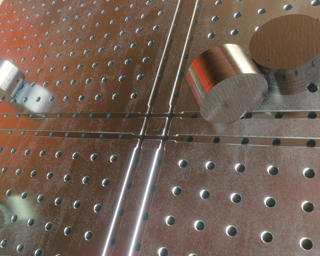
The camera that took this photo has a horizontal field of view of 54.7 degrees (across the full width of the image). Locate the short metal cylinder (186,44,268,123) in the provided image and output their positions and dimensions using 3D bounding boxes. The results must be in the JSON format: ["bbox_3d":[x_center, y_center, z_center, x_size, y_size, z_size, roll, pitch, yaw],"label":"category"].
[{"bbox_3d":[0.077,-0.050,0.363,0.080,0.080,0.050,-27,53,11],"label":"short metal cylinder"}]

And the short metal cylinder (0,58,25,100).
[{"bbox_3d":[-0.309,-0.095,0.590,0.080,0.080,0.050,8,66,31],"label":"short metal cylinder"}]

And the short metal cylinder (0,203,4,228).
[{"bbox_3d":[-0.271,0.120,0.438,0.080,0.080,0.050,-43,51,-2],"label":"short metal cylinder"}]

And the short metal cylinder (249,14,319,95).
[{"bbox_3d":[0.151,-0.086,0.365,0.080,0.050,0.080,-13,56,20],"label":"short metal cylinder"}]
